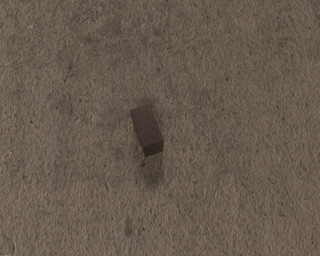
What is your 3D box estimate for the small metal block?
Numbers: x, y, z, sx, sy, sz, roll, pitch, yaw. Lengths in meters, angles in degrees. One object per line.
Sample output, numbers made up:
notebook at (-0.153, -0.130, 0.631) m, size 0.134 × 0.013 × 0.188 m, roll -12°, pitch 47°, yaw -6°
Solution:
small metal block at (-0.016, 0.005, 0.393) m, size 0.025 × 0.050 × 0.050 m, roll -20°, pitch 72°, yaw -7°
